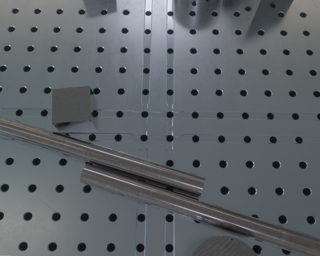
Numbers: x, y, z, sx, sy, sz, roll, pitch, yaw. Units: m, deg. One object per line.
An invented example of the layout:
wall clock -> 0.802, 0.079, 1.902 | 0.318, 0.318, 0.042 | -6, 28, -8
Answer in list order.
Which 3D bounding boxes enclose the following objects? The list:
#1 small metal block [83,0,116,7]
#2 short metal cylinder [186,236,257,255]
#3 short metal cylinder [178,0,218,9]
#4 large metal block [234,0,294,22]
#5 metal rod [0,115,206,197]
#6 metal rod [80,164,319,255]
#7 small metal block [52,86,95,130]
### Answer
small metal block -> -0.101, -0.226, 0.493 | 0.050, 0.025, 0.050 | -14, 71, -5
short metal cylinder -> 0.067, 0.161, 0.340 | 0.081, 0.050, 0.080 | 0, 70, 0
short metal cylinder -> 0.061, -0.237, 0.485 | 0.081, 0.050, 0.080 | 0, 70, 0
large metal block -> 0.159, -0.226, 0.482 | 0.080, 0.050, 0.080 | -28, 73, -10
metal rod -> -0.091, 0.031, 0.399 | 0.301, 0.025, 0.025 | 16, 71, 5
metal rod -> 0.049, 0.100, 0.375 | 0.301, 0.025, 0.025 | 17, 71, 6
small metal block -> -0.117, -0.027, 0.421 | 0.050, 0.025, 0.050 | -6, 70, -2
